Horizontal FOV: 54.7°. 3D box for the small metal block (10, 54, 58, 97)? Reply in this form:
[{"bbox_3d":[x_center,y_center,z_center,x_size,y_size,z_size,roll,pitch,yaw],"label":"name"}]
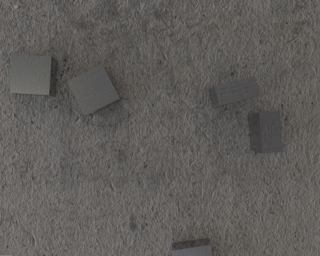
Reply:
[{"bbox_3d":[-0.166,-0.068,0.408,0.050,0.025,0.050,3,90,0],"label":"small metal block"}]

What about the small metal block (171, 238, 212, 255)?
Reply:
[{"bbox_3d":[0.044,0.178,0.410,0.050,0.025,0.050,-9,90,0],"label":"small metal block"}]

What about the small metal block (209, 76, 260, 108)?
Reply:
[{"bbox_3d":[0.093,-0.045,0.398,0.050,0.050,0.025,-14,90,0],"label":"small metal block"}]

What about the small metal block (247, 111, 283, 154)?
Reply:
[{"bbox_3d":[0.134,0.005,0.398,0.025,0.050,0.050,-5,90,0],"label":"small metal block"}]

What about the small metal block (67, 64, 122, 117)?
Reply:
[{"bbox_3d":[-0.085,-0.049,0.409,0.050,0.025,0.050,-27,90,0],"label":"small metal block"}]
